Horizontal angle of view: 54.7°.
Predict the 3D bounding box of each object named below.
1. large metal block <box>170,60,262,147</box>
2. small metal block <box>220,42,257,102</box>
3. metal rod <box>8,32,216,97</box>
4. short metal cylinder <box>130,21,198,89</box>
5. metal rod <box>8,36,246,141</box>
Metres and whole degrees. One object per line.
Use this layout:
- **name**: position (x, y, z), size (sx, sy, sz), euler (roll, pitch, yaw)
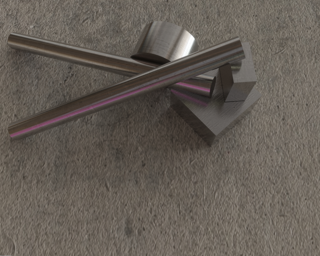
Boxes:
- **large metal block**: position (0.070, -0.035, 0.408), size (0.080, 0.050, 0.080), euler (-40, 75, -12)
- **small metal block**: position (0.090, -0.065, 0.365), size (0.025, 0.050, 0.050), euler (-4, 70, -1)
- **metal rod**: position (-0.076, -0.089, 0.410), size (0.301, 0.025, 0.025), euler (16, 70, 17)
- **short metal cylinder**: position (0.005, -0.096, 0.417), size (0.080, 0.080, 0.050), euler (20, 71, 6)
- **metal rod**: position (-0.051, -0.041, 0.367), size (0.301, 0.025, 0.025), euler (-18, 70, 15)
